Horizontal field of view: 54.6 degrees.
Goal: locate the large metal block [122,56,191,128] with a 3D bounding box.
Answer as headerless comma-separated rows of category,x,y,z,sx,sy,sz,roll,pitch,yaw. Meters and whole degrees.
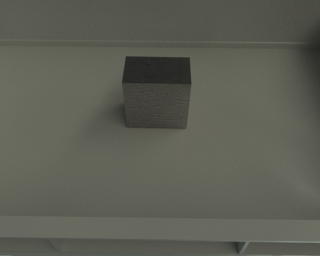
large metal block,-0.003,-0.045,0.405,0.080,0.080,0.050,1,50,0
